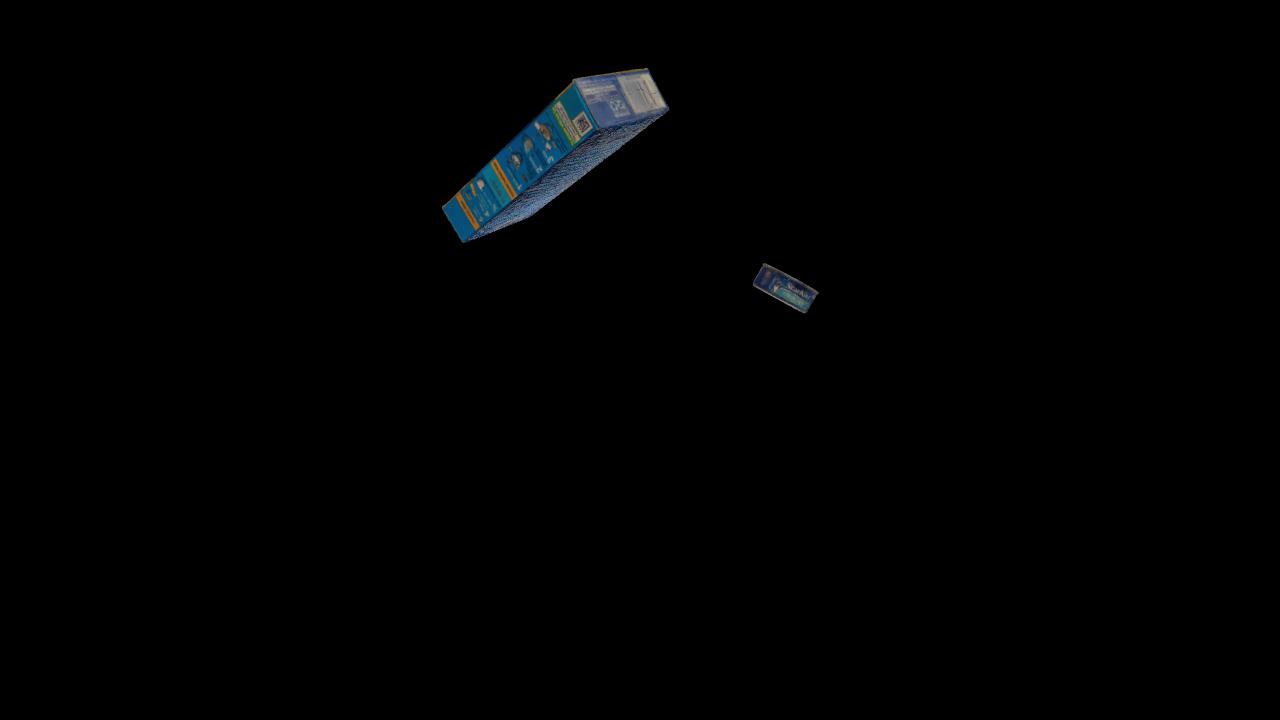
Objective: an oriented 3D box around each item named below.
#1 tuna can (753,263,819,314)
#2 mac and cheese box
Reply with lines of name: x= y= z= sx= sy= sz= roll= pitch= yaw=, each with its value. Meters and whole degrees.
tuna can: x=0.195 y=-0.096 z=0.828 sx=0.084 sy=0.034 sz=0.084 roll=28 pitch=10 yaw=-5
mac and cheese box: x=-0.071 y=-0.157 z=0.484 sx=0.184 sy=0.041 sz=0.093 roll=-22 pitch=13 yaw=42
